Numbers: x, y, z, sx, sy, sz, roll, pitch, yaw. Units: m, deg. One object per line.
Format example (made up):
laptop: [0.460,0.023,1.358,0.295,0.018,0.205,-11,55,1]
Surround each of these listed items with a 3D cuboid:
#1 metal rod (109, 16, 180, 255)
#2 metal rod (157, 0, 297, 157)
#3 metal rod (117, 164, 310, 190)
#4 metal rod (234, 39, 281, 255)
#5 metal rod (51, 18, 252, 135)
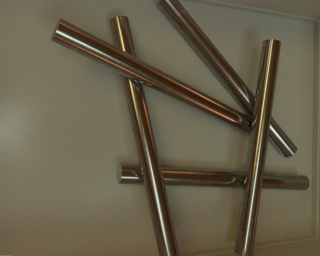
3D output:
metal rod: [-0.020,0.009,0.383,0.025,0.025,0.298,-11,86,-20]
metal rod: [0.105,-0.068,0.450,0.300,0.025,0.025,47,75,-15]
metal rod: [0.090,0.073,0.445,0.302,0.025,0.025,6,88,-20]
metal rod: [0.138,0.025,0.435,0.025,0.025,0.298,10,87,-20]
metal rod: [0.015,-0.051,0.389,0.302,0.025,0.025,22,83,-30]
